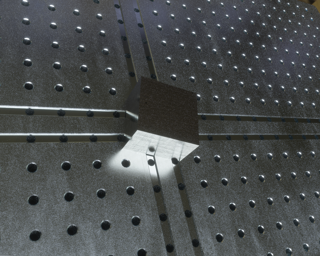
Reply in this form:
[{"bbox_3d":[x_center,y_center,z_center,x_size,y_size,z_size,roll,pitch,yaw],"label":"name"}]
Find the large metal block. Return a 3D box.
[{"bbox_3d":[0.002,-0.010,0.401,0.081,0.050,0.080,15,56,-20],"label":"large metal block"}]
